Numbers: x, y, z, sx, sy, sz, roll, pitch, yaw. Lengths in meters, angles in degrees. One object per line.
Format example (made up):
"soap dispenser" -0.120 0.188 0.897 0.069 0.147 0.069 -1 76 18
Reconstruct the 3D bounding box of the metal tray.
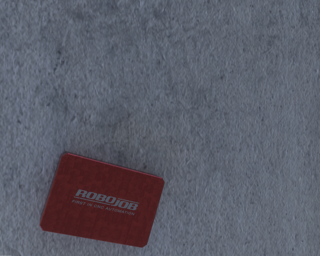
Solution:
"metal tray" -0.068 0.089 0.382 0.131 0.030 0.090 18 84 -20
